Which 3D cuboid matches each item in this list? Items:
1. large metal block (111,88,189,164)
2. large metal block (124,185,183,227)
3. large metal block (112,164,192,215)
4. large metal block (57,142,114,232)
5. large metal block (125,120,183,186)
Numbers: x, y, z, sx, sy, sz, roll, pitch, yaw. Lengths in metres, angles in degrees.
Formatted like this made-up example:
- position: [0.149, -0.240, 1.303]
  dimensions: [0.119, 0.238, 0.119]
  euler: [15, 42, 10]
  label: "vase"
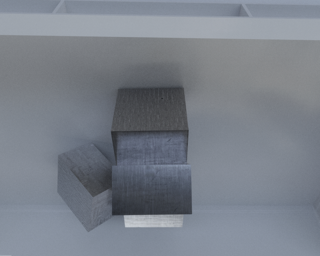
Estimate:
- position: [-0.010, -0.004, 0.366]
  dimensions: [0.081, 0.080, 0.050]
  euler: [-1, 130, 0]
  label: "large metal block"
- position: [-0.009, 0.095, 0.451]
  dimensions: [0.081, 0.080, 0.050]
  euler: [0, 130, -1]
  label: "large metal block"
- position: [-0.008, 0.066, 0.353]
  dimensions: [0.081, 0.080, 0.050]
  euler: [-1, 85, 0]
  label: "large metal block"
- position: [-0.097, 0.080, 0.427]
  dimensions: [0.050, 0.080, 0.079]
  euler: [-25, 144, -39]
  label: "large metal block"
- position: [-0.010, 0.034, 0.422]
  dimensions: [0.081, 0.050, 0.079]
  euler: [-1, 130, 0]
  label: "large metal block"
